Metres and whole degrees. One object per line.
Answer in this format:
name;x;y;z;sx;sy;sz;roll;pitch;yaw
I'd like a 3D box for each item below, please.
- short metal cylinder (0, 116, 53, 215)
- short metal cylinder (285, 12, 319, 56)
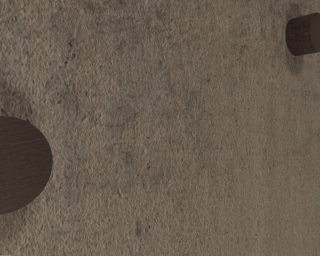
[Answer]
short metal cylinder;-0.143;0.030;0.270;0.081;0.050;0.079;0;90;-40
short metal cylinder;0.308;-0.195;0.650;0.081;0.050;0.079;0;90;-40
